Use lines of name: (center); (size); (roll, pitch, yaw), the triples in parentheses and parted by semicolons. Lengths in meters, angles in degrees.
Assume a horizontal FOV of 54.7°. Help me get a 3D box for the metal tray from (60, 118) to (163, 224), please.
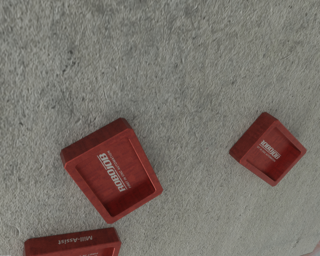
metal tray: (-0.058, 0.060, 0.408); (0.090, 0.030, 0.130); (-30, 129, -9)

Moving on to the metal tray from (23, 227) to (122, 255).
metal tray: (-0.130, 0.197, 0.454); (0.131, 0.030, 0.089); (2, 118, -30)

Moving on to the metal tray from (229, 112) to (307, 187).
metal tray: (0.188, 0.040, 0.530); (0.130, 0.030, 0.090); (33, 100, -39)
